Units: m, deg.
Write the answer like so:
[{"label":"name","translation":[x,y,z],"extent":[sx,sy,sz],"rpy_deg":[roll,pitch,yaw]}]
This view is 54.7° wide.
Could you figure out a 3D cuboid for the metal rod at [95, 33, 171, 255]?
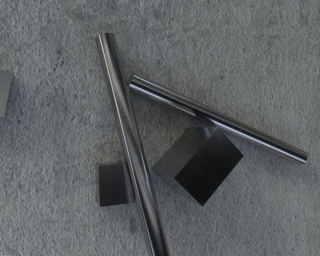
[{"label":"metal rod","translation":[-0.031,0.031,0.373],"extent":[0.025,0.025,0.298],"rpy_deg":[-13,85,-20]}]

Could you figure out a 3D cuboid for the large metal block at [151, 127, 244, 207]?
[{"label":"large metal block","translation":[0.045,0.045,0.398],"extent":[0.050,0.080,0.080],"rpy_deg":[47,75,-15]}]

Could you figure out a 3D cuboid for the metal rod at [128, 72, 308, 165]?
[{"label":"metal rod","translation":[0.093,-0.006,0.444],"extent":[0.302,0.025,0.025],"rpy_deg":[22,83,-19]}]

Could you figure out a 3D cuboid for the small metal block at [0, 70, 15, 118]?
[{"label":"small metal block","translation":[-0.192,-0.040,0.338],"extent":[0.050,0.025,0.050],"rpy_deg":[10,87,-20]}]

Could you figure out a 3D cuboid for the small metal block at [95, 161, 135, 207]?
[{"label":"small metal block","translation":[-0.053,0.069,0.390],"extent":[0.050,0.025,0.050],"rpy_deg":[-2,91,-20]}]
